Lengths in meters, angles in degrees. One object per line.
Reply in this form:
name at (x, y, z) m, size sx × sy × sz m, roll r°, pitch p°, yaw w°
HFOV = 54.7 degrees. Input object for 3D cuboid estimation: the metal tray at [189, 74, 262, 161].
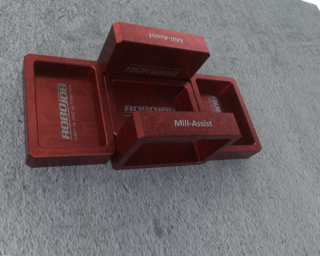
metal tray at (0.089, -0.018, 0.463) m, size 0.091 × 0.030 × 0.130 m, roll 0°, pitch 62°, yaw -28°

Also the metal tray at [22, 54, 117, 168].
metal tray at (-0.107, -0.022, 0.358) m, size 0.091 × 0.030 × 0.130 m, roll 0°, pitch 62°, yaw -28°

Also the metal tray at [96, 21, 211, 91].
metal tray at (-0.011, -0.089, 0.414) m, size 0.131 × 0.090 × 0.030 m, roll 0°, pitch 62°, yaw -29°

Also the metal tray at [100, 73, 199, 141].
metal tray at (-0.010, -0.022, 0.411) m, size 0.131 × 0.030 × 0.090 m, roll 1°, pitch 61°, yaw -28°

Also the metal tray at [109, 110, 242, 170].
metal tray at (0.017, 0.016, 0.362) m, size 0.131 × 0.090 × 0.030 m, roll 0°, pitch 62°, yaw -29°
